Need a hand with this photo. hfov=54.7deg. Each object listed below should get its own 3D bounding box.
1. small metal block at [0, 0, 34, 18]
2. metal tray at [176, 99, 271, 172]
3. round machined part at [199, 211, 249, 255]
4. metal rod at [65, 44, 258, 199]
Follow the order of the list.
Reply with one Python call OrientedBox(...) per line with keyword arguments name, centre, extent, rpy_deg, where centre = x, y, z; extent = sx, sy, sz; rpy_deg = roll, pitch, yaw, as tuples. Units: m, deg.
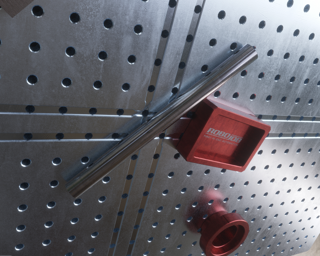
OrientedBox(name="small metal block", centre=(-0.126, -0.132, 0.261), extent=(0.050, 0.025, 0.050), rpy_deg=(-40, 130, -1))
OrientedBox(name="metal tray", centre=(0.100, 0.016, 0.474), extent=(0.131, 0.030, 0.089), rpy_deg=(15, 111, -35))
OrientedBox(name="round machined part", centre=(0.117, 0.198, 0.590), extent=(0.099, 0.042, 0.097), rpy_deg=(-14, 124, -21))
OrientedBox(name="metal rod", centre=(0.004, -0.011, 0.408), extent=(0.301, 0.025, 0.025), rpy_deg=(-38, 130, -3))
